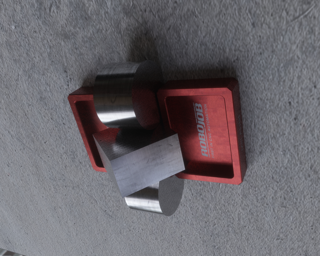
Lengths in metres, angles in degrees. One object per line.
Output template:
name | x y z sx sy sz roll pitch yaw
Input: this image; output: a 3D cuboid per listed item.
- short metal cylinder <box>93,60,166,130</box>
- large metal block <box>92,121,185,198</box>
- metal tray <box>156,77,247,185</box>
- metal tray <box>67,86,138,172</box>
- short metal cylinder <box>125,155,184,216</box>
short metal cylinder | -0.033 -0.038 0.366 0.050 0.080 0.080 2 119 27
large metal block | -0.028 0.029 0.378 0.080 0.081 0.050 39 146 58
metal tray | 0.054 0.005 0.381 0.090 0.030 0.129 1 119 27
metal tray | -0.070 0.005 0.446 0.090 0.030 0.129 1 119 27
short metal cylinder | -0.006 0.076 0.423 0.050 0.080 0.080 2 119 27
